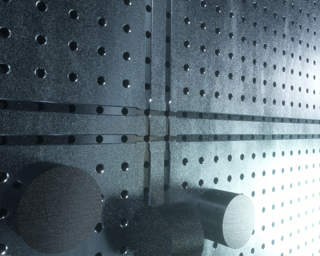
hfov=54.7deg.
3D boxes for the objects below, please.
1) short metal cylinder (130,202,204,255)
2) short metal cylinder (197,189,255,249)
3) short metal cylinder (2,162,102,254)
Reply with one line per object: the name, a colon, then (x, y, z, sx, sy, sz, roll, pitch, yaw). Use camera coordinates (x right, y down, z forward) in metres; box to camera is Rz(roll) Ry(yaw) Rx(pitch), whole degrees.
short metal cylinder: (0.007, 0.133, 0.379, 0.050, 0.080, 0.080, 5, 87, -40)
short metal cylinder: (0.103, 0.139, 0.479, 0.081, 0.050, 0.079, 0, 90, -40)
short metal cylinder: (-0.105, 0.075, 0.305, 0.081, 0.050, 0.079, 0, 90, -40)
